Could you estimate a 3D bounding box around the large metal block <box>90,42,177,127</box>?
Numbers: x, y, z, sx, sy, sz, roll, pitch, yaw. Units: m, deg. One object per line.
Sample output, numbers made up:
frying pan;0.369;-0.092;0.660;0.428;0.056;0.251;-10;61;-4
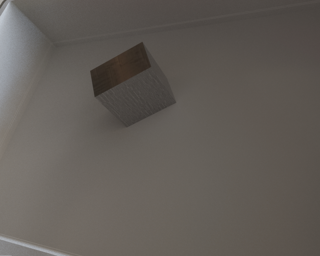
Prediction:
large metal block;-0.035;-0.056;0.422;0.080;0.080;0.050;-26;53;11
